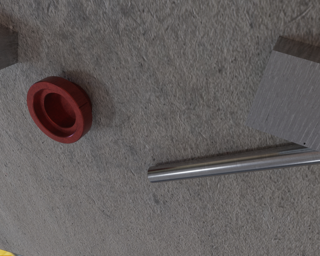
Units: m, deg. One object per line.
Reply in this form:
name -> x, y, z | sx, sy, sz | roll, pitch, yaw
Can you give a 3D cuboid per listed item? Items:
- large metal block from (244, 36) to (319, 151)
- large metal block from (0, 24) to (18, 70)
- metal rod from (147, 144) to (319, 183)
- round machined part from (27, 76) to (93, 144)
large metal block -> 0.137, -0.033, 0.298 | 0.080, 0.050, 0.079 | 21, 126, 15
large metal block -> -0.262, -0.118, 0.433 | 0.080, 0.080, 0.050 | 29, 128, 9
metal rod -> 0.112, 0.040, 0.371 | 0.300, 0.025, 0.025 | -13, 112, 33
round machined part -> -0.139, -0.029, 0.448 | 0.098, 0.042, 0.097 | 13, 124, 20
